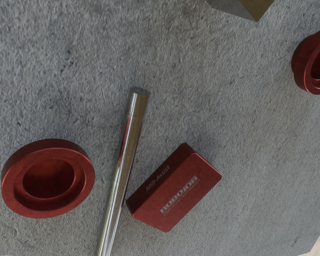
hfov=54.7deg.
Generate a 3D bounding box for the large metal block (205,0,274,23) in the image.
[{"bbox_3d":[0.068,-0.159,0.311,0.080,0.080,0.050,30,102,-38],"label":"large metal block"}]

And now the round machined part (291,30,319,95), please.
[{"bbox_3d":[0.239,-0.103,0.466,0.099,0.042,0.097,-14,125,-21],"label":"round machined part"}]

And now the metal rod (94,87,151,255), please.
[{"bbox_3d":[-0.059,0.087,0.429,0.025,0.025,0.298,0,118,-29],"label":"metal rod"}]

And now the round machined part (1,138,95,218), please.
[{"bbox_3d":[-0.129,0.053,0.359,0.099,0.042,0.097,-14,125,-21],"label":"round machined part"}]

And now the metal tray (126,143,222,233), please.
[{"bbox_3d":[0.023,0.095,0.477,0.130,0.030,0.090,-46,130,4],"label":"metal tray"}]
